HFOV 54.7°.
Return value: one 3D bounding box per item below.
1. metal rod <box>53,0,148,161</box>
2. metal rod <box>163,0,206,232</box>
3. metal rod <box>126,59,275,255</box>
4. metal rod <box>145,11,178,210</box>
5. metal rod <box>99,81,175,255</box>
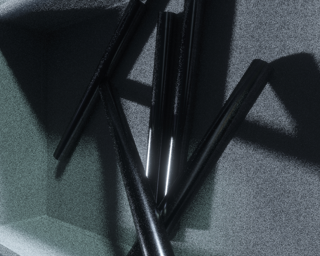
[{"bbox_3d":[-0.103,-0.062,0.492,0.025,0.025,0.298,48,118,29],"label":"metal rod"},{"bbox_3d":[0.028,-0.020,0.383,0.025,0.025,0.298,10,96,39],"label":"metal rod"},{"bbox_3d":[0.025,0.060,0.308,0.025,0.025,0.300,30,84,36],"label":"metal rod"},{"bbox_3d":[-0.003,0.002,0.408,0.025,0.025,0.298,8,95,40],"label":"metal rod"},{"bbox_3d":[-0.040,0.025,0.361,0.025,0.025,0.300,-58,33,24],"label":"metal rod"}]
